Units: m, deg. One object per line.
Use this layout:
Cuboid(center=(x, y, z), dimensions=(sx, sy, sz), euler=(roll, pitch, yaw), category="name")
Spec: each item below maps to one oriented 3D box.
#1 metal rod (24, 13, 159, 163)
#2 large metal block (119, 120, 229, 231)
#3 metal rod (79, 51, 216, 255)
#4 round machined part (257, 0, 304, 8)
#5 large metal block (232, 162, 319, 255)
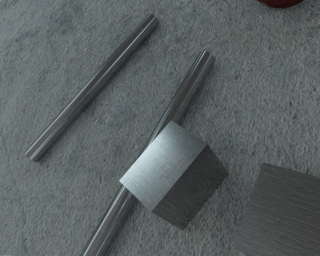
Cuboid(center=(-0.105, -0.069, 0.499), dimensions=(0.025, 0.025, 0.300), euler=(33, 80, 38), category="metal rod")
Cuboid(center=(0.018, 0.052, 0.326), dimensions=(0.050, 0.080, 0.080), euler=(35, 81, 38), category="large metal block")
Cuboid(center=(-0.008, 0.027, 0.390), dimensions=(0.025, 0.025, 0.300), euler=(20, 72, 35), category="metal rod")
Cuboid(center=(0.174, -0.206, 0.428), dimensions=(0.098, 0.042, 0.098), euler=(-13, 56, 20), category="round machined part")
Cuboid(center=(0.121, 0.086, 0.271), dimensions=(0.080, 0.050, 0.080), euler=(15, 69, 33), category="large metal block")
